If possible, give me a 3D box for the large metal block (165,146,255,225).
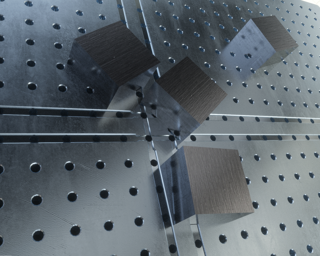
[{"bbox_3d":[0.058,0.071,0.380,0.081,0.050,0.080,6,59,-25],"label":"large metal block"}]

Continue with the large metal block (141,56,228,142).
[{"bbox_3d":[0.035,-0.042,0.436,0.080,0.050,0.080,44,51,2],"label":"large metal block"}]

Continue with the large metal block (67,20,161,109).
[{"bbox_3d":[-0.061,-0.085,0.411,0.080,0.050,0.080,47,51,5],"label":"large metal block"}]

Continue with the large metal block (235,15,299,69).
[{"bbox_3d":[0.208,-0.169,0.607,0.081,0.050,0.080,-21,73,-36],"label":"large metal block"}]
